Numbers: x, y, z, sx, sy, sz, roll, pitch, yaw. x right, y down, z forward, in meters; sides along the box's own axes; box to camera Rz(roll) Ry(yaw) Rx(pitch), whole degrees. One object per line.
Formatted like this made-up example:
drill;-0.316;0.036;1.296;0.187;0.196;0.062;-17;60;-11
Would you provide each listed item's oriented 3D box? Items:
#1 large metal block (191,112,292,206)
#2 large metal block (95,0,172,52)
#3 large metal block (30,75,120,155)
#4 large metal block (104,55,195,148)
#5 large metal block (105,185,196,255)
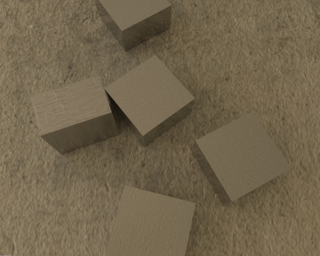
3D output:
large metal block;0.096;0.039;0.382;0.080;0.050;0.080;-26;72;-10
large metal block;-0.040;-0.174;0.458;0.080;0.050;0.080;-32;73;-11
large metal block;-0.100;-0.013;0.382;0.081;0.080;0.050;-19;72;-7
large metal block;-0.013;-0.035;0.407;0.080;0.050;0.080;-36;74;-13
large metal block;-0.010;0.118;0.352;0.080;0.050;0.080;13;70;4
